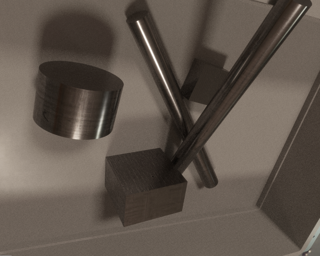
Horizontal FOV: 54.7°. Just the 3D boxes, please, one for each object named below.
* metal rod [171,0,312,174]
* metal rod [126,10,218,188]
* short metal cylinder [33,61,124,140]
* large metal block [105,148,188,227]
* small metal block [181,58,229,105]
[{"bbox_3d":[0.062,-0.016,0.355,0.025,0.025,0.298,-5,146,-26],"label":"metal rod"},{"bbox_3d":[0.030,-0.014,0.418,0.025,0.025,0.299,-33,129,-7],"label":"metal rod"},{"bbox_3d":[-0.082,-0.030,0.311,0.081,0.080,0.050,3,117,-30],"label":"short metal cylinder"},{"bbox_3d":[-0.022,0.074,0.409,0.081,0.080,0.050,-8,122,-25],"label":"large metal block"},{"bbox_3d":[0.061,-0.059,0.408,0.050,0.025,0.050,11,113,-33],"label":"small metal block"}]
